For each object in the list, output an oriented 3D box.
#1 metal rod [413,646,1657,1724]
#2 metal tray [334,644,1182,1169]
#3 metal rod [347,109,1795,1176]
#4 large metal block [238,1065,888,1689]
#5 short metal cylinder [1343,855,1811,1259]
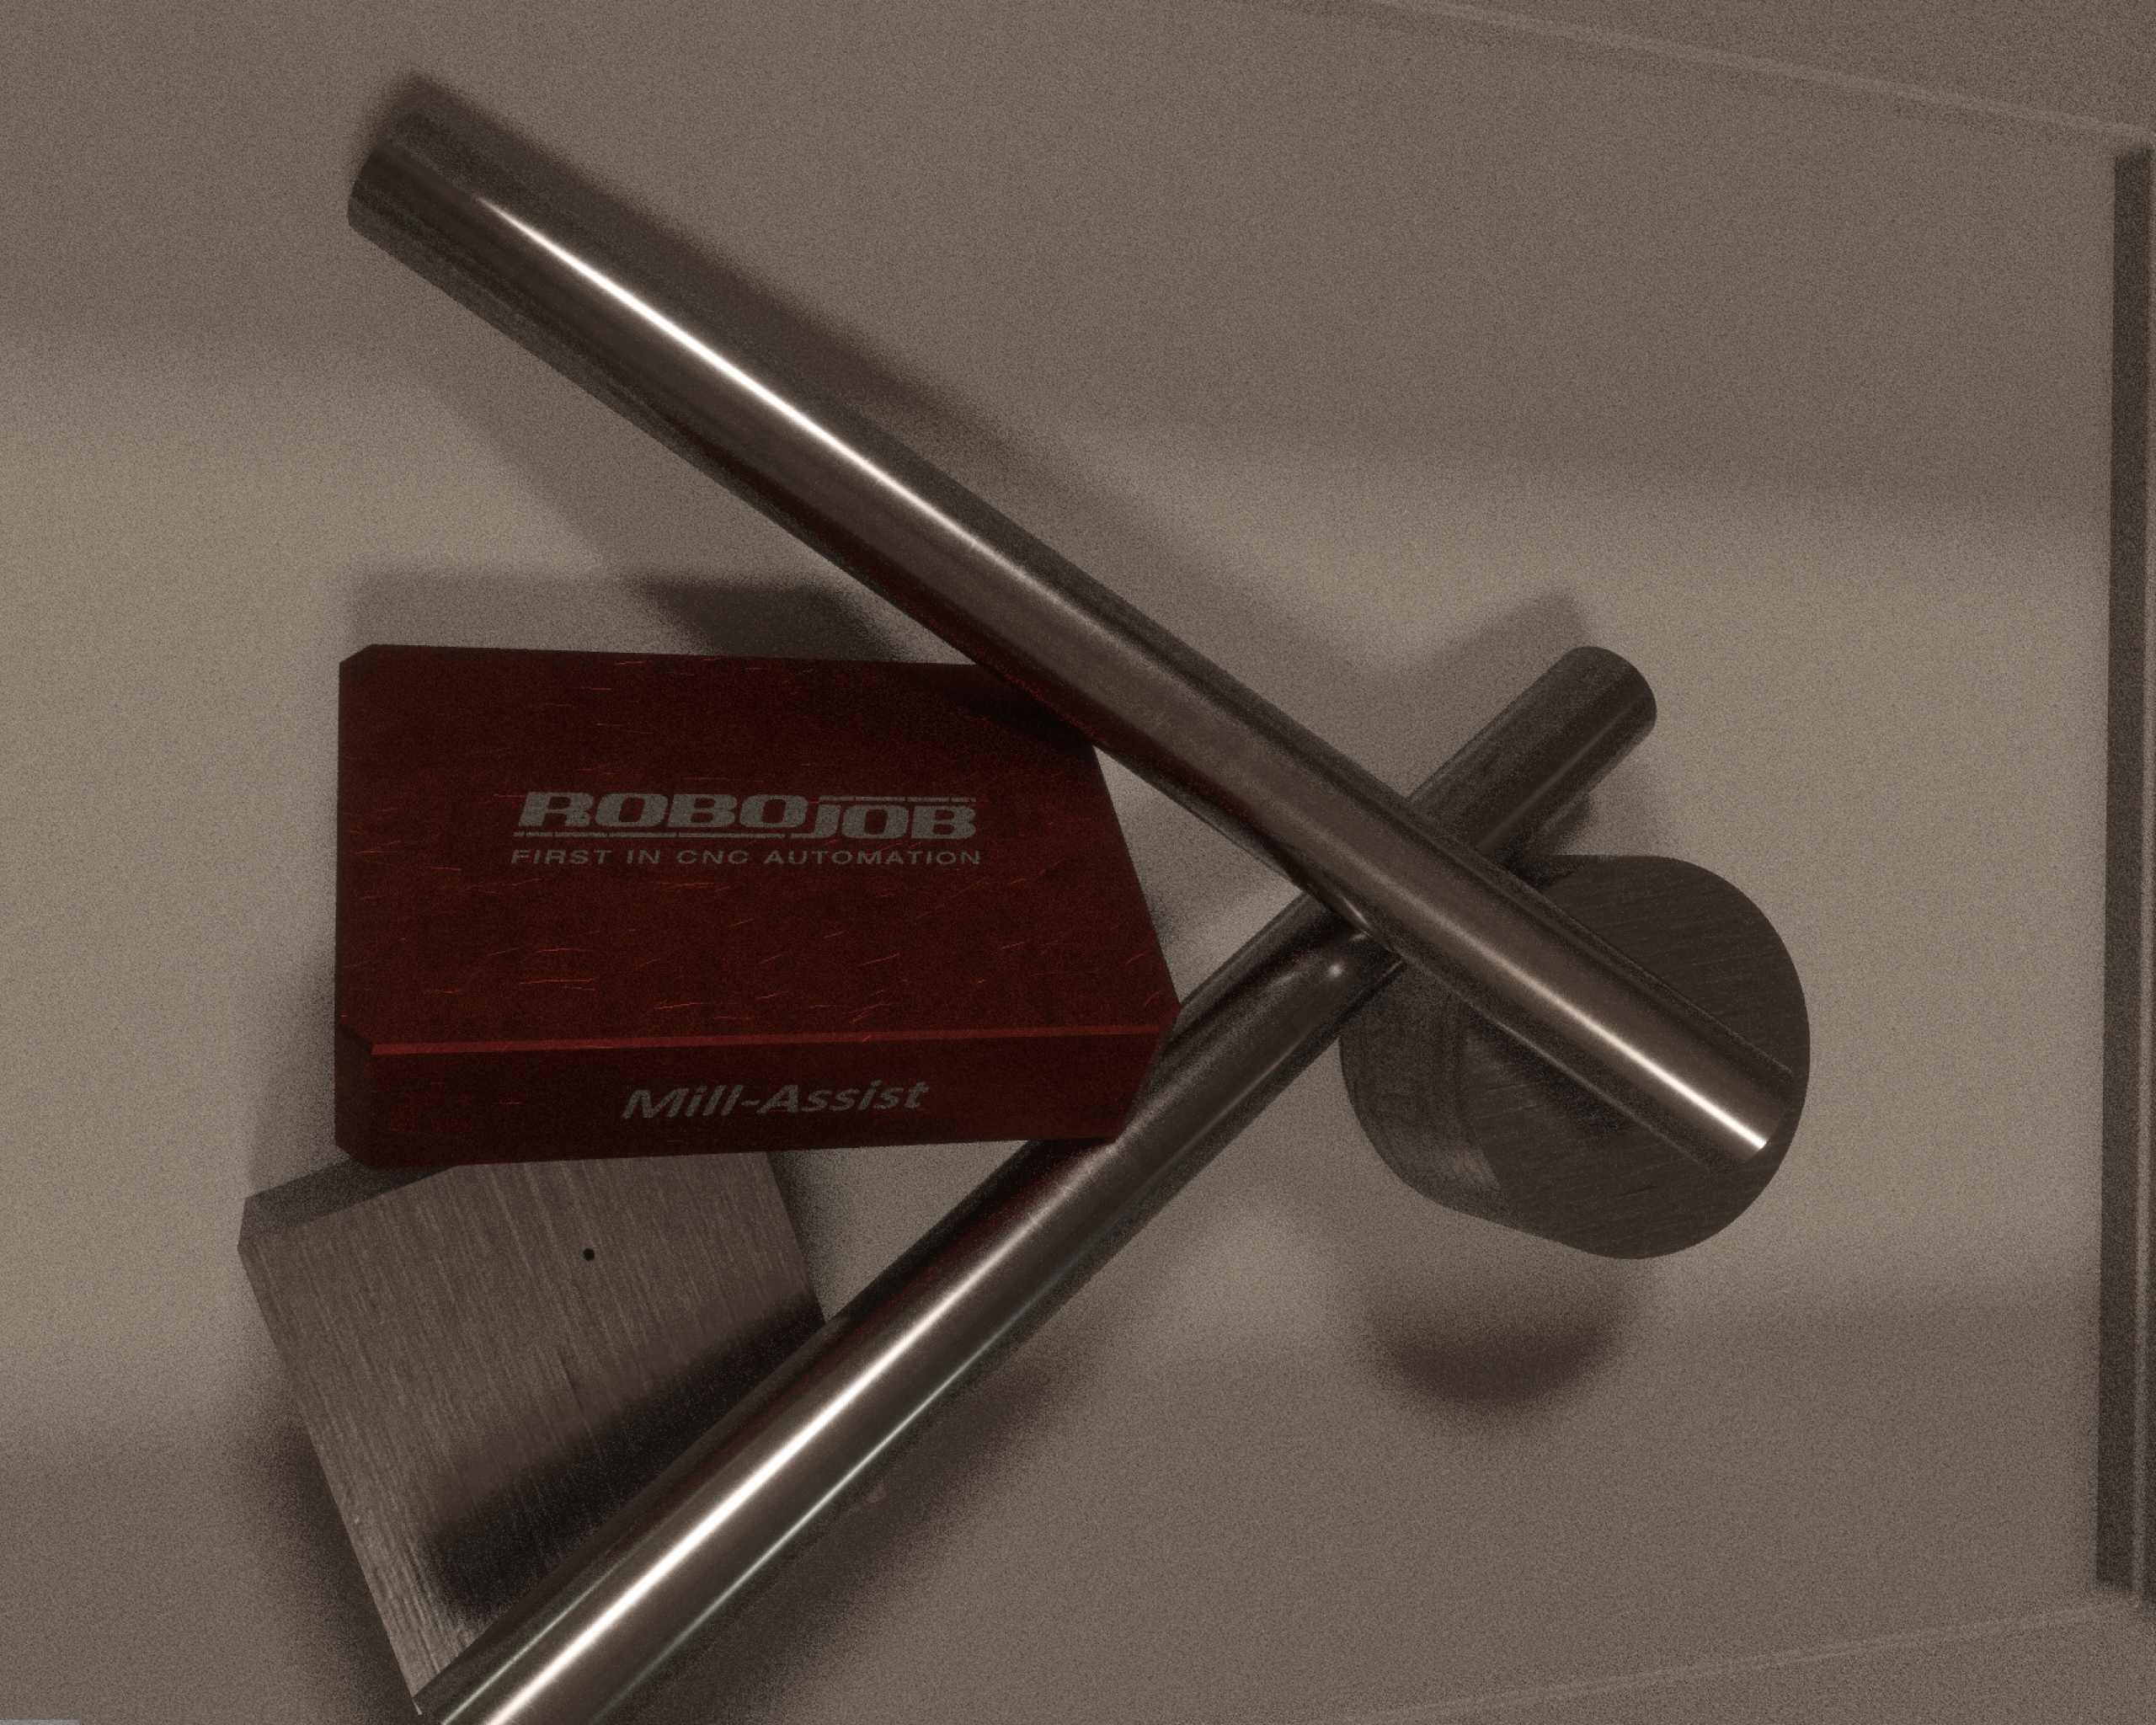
[{"bbox_3d":[0.013,0.047,0.376,0.302,0.025,0.025,-39,103,-30],"label":"metal rod"},{"bbox_3d":[-0.057,0.005,0.356,0.131,0.030,0.090,0,46,-19],"label":"metal tray"},{"bbox_3d":[0.003,-0.037,0.380,0.301,0.025,0.025,35,78,-5],"label":"metal rod"},{"bbox_3d":[-0.089,0.083,0.360,0.081,0.050,0.080,-20,97,-19],"label":"large metal block"},{"bbox_3d":[0.103,0.038,0.434,0.081,0.050,0.079,0,90,-21],"label":"short metal cylinder"}]
